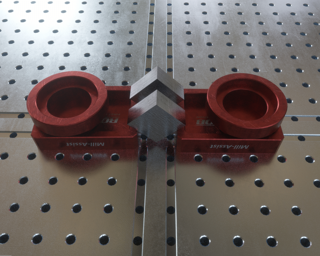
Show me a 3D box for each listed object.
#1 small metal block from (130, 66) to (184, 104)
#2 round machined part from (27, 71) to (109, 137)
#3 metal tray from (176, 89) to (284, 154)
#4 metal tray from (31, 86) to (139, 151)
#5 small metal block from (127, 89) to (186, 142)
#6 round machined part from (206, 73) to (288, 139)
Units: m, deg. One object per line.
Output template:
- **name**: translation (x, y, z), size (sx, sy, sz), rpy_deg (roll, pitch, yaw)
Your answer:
- **small metal block**: translation (-0.004, -0.047, 0.412), size (0.050, 0.050, 0.025), rpy_deg (-32, 40, 33)
- **round machined part**: translation (-0.115, -0.026, 0.402), size (0.099, 0.042, 0.098), rpy_deg (0, 50, 0)
- **metal tray**: translation (0.087, -0.011, 0.415), size (0.131, 0.030, 0.090), rpy_deg (1, 50, 0)
- **metal tray**: translation (-0.094, -0.015, 0.417), size (0.131, 0.030, 0.090), rpy_deg (0, 52, -1)
- **small metal block**: translation (-0.004, -0.013, 0.383), size (0.050, 0.050, 0.025), rpy_deg (-32, 40, 33)
- **round machined part**: translation (0.108, -0.024, 0.401), size (0.099, 0.042, 0.098), rpy_deg (0, 50, 0)
